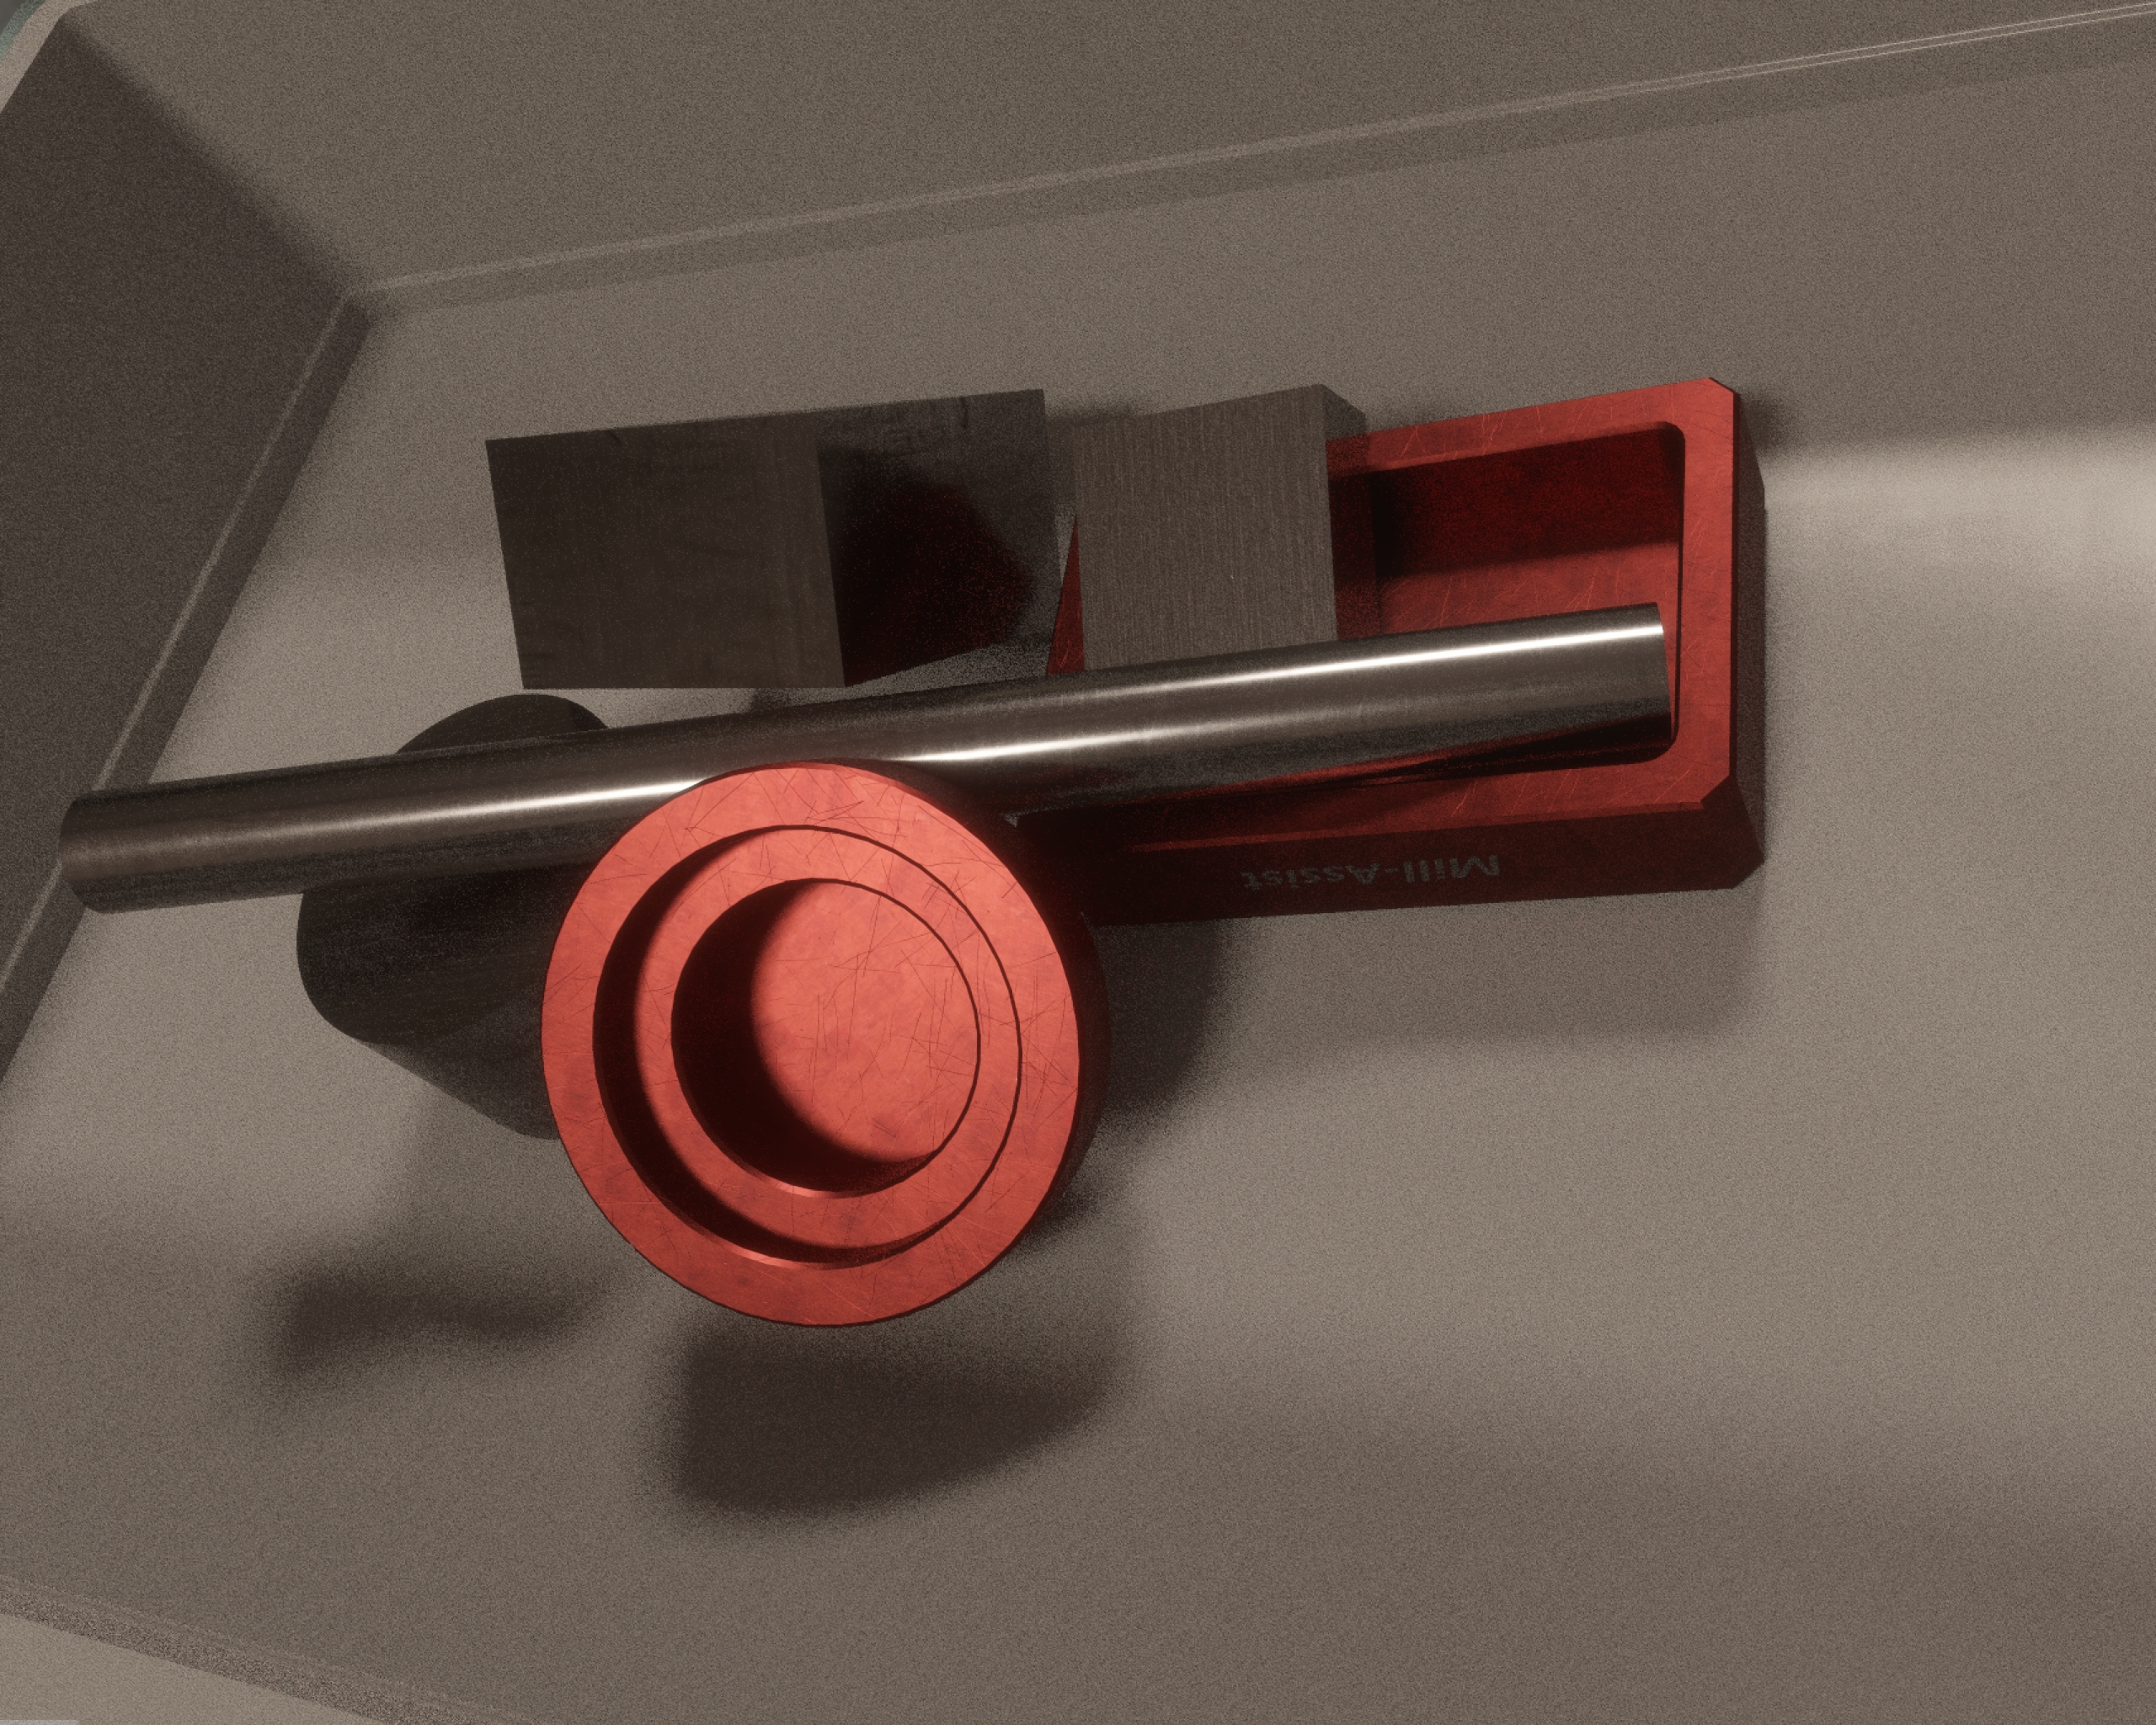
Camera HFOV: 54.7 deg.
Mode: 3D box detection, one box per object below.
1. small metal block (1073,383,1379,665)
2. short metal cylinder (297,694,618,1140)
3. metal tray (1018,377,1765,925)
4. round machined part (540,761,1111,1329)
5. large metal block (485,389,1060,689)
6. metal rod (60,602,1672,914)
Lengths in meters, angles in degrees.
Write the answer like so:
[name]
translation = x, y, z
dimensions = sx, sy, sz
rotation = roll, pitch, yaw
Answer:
[small metal block]
translation = 0.028, -0.060, 0.397
dimensions = 0.050, 0.025, 0.050
rotation = -5, 86, 26
[short metal cylinder]
translation = -0.114, 0.012, 0.437
dimensions = 0.080, 0.050, 0.080
rotation = -13, 56, 20
[metal tray]
translation = 0.059, -0.037, 0.391
dimensions = 0.130, 0.030, 0.090
rotation = -4, 60, 25
[round machined part]
translation = -0.042, 0.030, 0.374
dimensions = 0.098, 0.042, 0.097
rotation = 1, 95, 13
[large metal block]
translation = -0.060, -0.067, 0.430
dimensions = 0.080, 0.080, 0.050
rotation = 3, 105, 30
[metal rod]
translation = -0.047, -0.017, 0.384
dimensions = 0.301, 0.025, 0.025
rotation = -6, 59, 12
